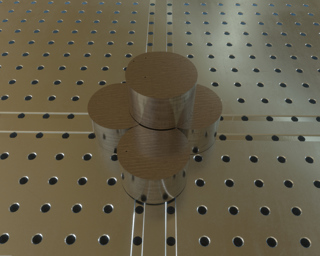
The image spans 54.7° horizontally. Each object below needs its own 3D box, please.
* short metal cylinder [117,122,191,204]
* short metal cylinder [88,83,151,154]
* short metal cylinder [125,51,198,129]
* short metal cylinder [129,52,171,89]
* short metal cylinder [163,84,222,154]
[{"bbox_3d":[-0.007,0.039,0.357,0.081,0.050,0.080,0,48,0],"label":"short metal cylinder"},{"bbox_3d":[-0.049,-0.013,0.402,0.081,0.050,0.080,0,50,0],"label":"short metal cylinder"},{"bbox_3d":[0.002,-0.045,0.363,0.081,0.050,0.080,0,50,0],"label":"short metal cylinder"},{"bbox_3d":[-0.006,-0.065,0.446,0.081,0.050,0.080,1,50,-1],"label":"short metal cylinder"},{"bbox_3d":[0.037,-0.013,0.401,0.081,0.050,0.080,0,50,0],"label":"short metal cylinder"}]
